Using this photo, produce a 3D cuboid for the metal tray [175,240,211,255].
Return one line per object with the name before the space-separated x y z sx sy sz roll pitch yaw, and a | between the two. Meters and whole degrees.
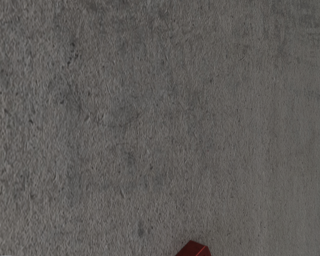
metal tray | 0.028 0.232 0.423 0.131 0.030 0.090 -33 110 -35
